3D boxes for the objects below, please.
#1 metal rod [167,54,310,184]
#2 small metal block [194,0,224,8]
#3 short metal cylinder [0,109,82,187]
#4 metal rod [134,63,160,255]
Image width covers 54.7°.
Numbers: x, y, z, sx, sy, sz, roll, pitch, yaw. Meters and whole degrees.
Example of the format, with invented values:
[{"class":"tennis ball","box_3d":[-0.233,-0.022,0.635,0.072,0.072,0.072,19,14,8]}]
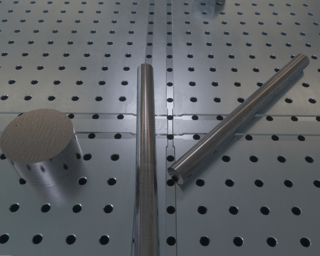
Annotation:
[{"class":"metal rod","box_3d":[0.123,-0.026,0.430,0.025,0.025,0.302,37,59,27]},{"class":"small metal block","box_3d":[0.105,-0.279,0.643,0.050,0.025,0.050,28,55,21]},{"class":"short metal cylinder","box_3d":[-0.139,0.023,0.371,0.081,0.050,0.080,0,50,0]},{"class":"metal rod","box_3d":[-0.017,0.024,0.387,0.025,0.025,0.300,-1,50,-1]}]
